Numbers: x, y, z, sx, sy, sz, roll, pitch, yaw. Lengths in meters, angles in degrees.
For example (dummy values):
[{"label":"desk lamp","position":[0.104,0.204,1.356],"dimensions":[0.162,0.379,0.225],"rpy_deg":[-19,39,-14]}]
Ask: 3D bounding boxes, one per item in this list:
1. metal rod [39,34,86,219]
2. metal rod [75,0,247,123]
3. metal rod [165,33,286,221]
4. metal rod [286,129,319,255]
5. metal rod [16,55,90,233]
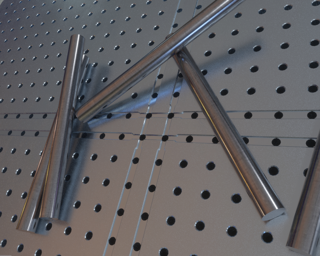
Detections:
[{"label":"metal rod","position":[-0.144,-0.016,0.471],"dimensions":[0.025,0.025,0.299],"rpy_deg":[-9,64,23]},{"label":"metal rod","position":[-0.005,-0.101,0.443],"dimensions":[0.300,0.025,0.025],"rpy_deg":[-35,51,15]},{"label":"metal rod","position":[0.064,-0.027,0.389],"dimensions":[0.025,0.025,0.299],"rpy_deg":[-29,52,9]},{"label":"metal rod","position":[0.186,-0.018,0.321],"dimensions":[0.025,0.025,0.300],"rpy_deg":[13,68,33]},{"label":"metal rod","position":[-0.159,0.007,0.484],"dimensions":[0.025,0.025,0.299],"rpy_deg":[-5,59,25]}]
